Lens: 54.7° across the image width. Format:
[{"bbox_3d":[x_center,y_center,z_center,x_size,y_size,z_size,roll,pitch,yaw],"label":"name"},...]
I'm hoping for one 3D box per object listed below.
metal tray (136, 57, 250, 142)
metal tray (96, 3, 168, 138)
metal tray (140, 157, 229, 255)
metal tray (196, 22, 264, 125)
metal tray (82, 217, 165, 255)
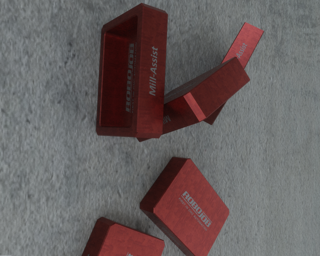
[{"bbox_3d":[0.028,-0.029,0.358,0.091,0.130,0.030,-38,100,-33],"label":"metal tray"},{"bbox_3d":[-0.033,-0.055,0.334,0.030,0.090,0.129,4,87,-37],"label":"metal tray"},{"bbox_3d":[0.040,0.115,0.438,0.090,0.030,0.130,-53,121,-27],"label":"metal tray"},{"bbox_3d":[0.099,-0.077,0.449,0.030,0.090,0.130,29,66,7],"label":"metal tray"},{"bbox_3d":[-0.055,0.180,0.358,0.090,0.030,0.130,35,69,-35],"label":"metal tray"}]
